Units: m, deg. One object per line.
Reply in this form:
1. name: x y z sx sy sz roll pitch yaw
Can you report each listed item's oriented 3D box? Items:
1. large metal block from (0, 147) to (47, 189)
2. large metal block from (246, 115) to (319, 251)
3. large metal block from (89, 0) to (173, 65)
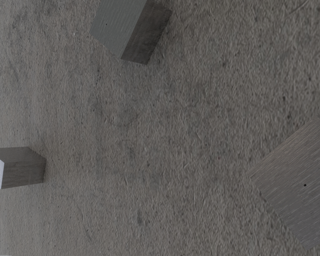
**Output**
1. large metal block: -0.282 0.074 0.602 0.080 0.081 0.050 20 103 38
2. large metal block: 0.140 0.045 0.273 0.080 0.050 0.080 -49 61 29
3. large metal block: -0.042 -0.144 0.423 0.080 0.050 0.080 43 116 31
